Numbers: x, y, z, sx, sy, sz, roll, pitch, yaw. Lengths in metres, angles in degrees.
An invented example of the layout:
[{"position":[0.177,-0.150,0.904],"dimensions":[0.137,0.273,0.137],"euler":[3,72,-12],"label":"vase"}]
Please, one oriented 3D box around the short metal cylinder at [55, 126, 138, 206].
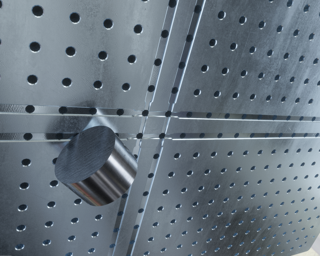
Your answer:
[{"position":[-0.074,0.044,0.363],"dimensions":[0.080,0.080,0.050],"euler":[-37,130,-4],"label":"short metal cylinder"}]
